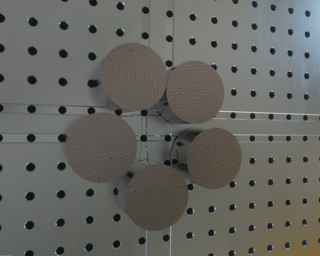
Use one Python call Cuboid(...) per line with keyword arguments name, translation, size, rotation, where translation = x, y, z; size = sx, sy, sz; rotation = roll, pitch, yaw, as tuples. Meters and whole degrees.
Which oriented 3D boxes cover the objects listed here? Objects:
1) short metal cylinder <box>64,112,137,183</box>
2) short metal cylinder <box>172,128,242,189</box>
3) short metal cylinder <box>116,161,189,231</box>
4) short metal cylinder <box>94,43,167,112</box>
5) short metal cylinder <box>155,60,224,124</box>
Cuboid(name="short metal cylinder", translation=(-0.073, 0.022, 0.372), size=(0.081, 0.050, 0.079), rotation=(0, 91, -20))
Cuboid(name="short metal cylinder", translation=(0.062, 0.039, 0.421), size=(0.081, 0.050, 0.079), rotation=(-1, 92, -20))
Cuboid(name="short metal cylinder", translation=(-0.011, 0.083, 0.394), size=(0.081, 0.050, 0.080), rotation=(0, 90, -19))
Cuboid(name="short metal cylinder", translation=(-0.038, -0.060, 0.385), size=(0.081, 0.050, 0.079), rotation=(0, 90, -20))
Cuboid(name="short metal cylinder", translation=(0.037, -0.045, 0.412), size=(0.081, 0.050, 0.079), rotation=(0, 90, -20))
